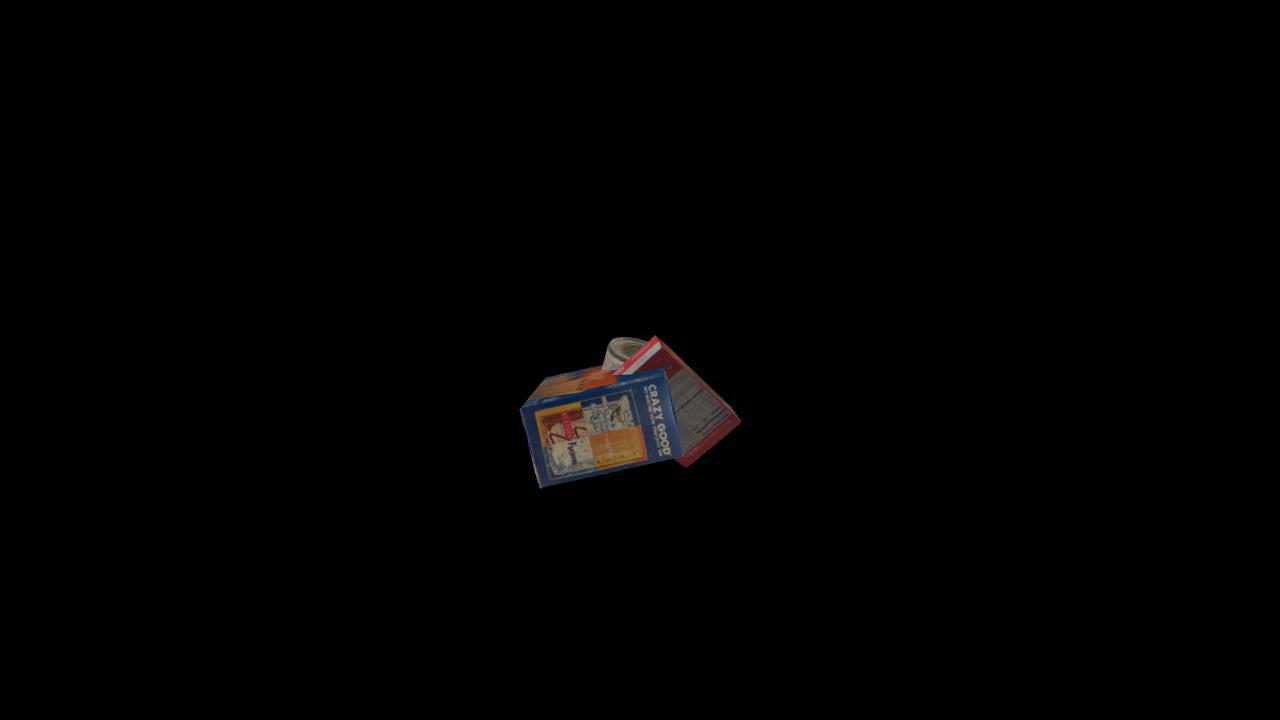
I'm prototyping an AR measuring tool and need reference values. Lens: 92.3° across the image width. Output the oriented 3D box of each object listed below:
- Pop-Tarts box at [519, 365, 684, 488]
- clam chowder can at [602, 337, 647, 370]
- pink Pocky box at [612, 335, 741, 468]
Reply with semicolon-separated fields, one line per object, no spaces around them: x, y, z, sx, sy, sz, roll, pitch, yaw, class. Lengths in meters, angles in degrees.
-0.035;0.054;0.644;0.141;0.083;0.167;-12;9;2;Pop-Tarts box
-0.015;0.034;0.679;0.068;0.102;0.068;13;25;-6;clam chowder can
0.034;0.048;0.648;0.155;0.084;0.029;41;12;-37;pink Pocky box
